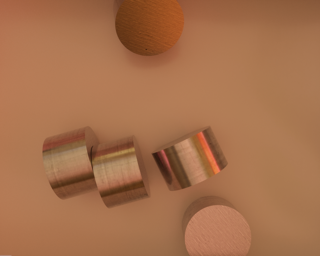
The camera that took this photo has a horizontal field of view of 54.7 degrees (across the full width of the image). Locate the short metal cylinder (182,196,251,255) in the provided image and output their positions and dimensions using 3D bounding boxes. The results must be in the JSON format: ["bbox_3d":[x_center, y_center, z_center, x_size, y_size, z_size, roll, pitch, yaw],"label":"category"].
[{"bbox_3d":[0.070,0.133,0.399,0.081,0.050,0.080,0,90,0],"label":"short metal cylinder"}]

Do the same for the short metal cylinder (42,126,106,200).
[{"bbox_3d":[-0.102,0.043,0.383,0.050,0.080,0.080,-16,90,0],"label":"short metal cylinder"}]

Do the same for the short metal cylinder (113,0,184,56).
[{"bbox_3d":[-0.015,-0.136,0.378,0.081,0.050,0.079,-6,131,-7],"label":"short metal cylinder"}]

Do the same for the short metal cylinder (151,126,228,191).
[{"bbox_3d":[0.036,0.037,0.384,0.080,0.080,0.050,-25,90,0],"label":"short metal cylinder"}]

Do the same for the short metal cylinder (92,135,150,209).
[{"bbox_3d":[-0.047,0.053,0.383,0.050,0.080,0.080,-15,90,0],"label":"short metal cylinder"}]
